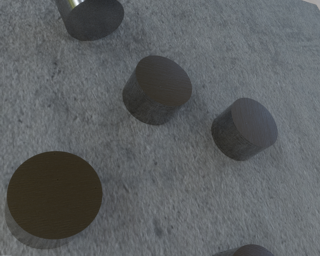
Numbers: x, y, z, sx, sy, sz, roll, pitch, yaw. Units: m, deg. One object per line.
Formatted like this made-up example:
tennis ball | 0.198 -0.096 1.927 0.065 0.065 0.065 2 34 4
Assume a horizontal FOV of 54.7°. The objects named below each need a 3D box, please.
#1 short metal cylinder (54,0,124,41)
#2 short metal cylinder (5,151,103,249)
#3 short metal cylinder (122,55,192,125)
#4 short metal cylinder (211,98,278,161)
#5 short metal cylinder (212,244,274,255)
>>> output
short metal cylinder | -0.095 -0.164 0.418 0.081 0.080 0.050 -13 69 -34
short metal cylinder | -0.101 0.068 0.292 0.081 0.050 0.080 14 56 -21
short metal cylinder | -0.004 -0.050 0.418 0.081 0.050 0.080 14 56 -21
short metal cylinder | 0.124 0.002 0.455 0.081 0.050 0.080 14 56 -21
short metal cylinder | 0.091 0.172 0.334 0.081 0.050 0.080 14 56 -21
